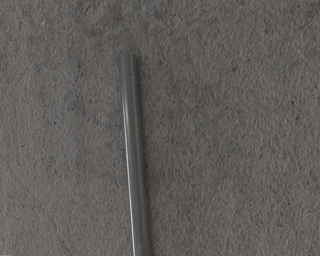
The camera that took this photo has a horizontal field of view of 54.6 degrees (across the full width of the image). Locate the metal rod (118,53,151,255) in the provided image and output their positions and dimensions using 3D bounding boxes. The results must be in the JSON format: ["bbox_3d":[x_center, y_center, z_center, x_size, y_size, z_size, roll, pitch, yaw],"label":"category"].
[{"bbox_3d":[-0.034,0.049,0.421,0.025,0.025,0.298,-5,88,20],"label":"metal rod"}]
